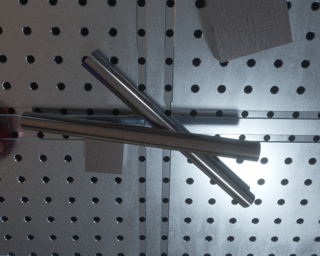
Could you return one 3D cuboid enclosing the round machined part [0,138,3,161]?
[{"bbox_3d":[-0.257,0.022,0.409,0.099,0.042,0.097,0,110,-1],"label":"round machined part"}]

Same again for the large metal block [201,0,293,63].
[{"bbox_3d":[0.096,-0.128,0.354,0.080,0.050,0.080,-16,110,5],"label":"large metal block"}]

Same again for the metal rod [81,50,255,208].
[{"bbox_3d":[0.021,0.010,0.417,0.300,0.025,0.025,42,105,-14],"label":"metal rod"}]

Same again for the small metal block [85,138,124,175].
[{"bbox_3d":[-0.075,0.034,0.425,0.050,0.025,0.050,5,110,-2],"label":"small metal block"}]

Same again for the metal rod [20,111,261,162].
[{"bbox_3d":[-0.028,0.010,0.394,0.302,0.025,0.025,8,110,5],"label":"metal rod"}]
